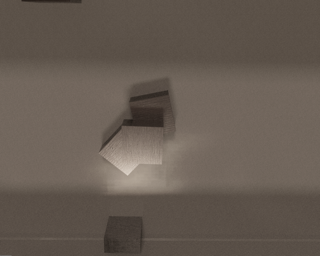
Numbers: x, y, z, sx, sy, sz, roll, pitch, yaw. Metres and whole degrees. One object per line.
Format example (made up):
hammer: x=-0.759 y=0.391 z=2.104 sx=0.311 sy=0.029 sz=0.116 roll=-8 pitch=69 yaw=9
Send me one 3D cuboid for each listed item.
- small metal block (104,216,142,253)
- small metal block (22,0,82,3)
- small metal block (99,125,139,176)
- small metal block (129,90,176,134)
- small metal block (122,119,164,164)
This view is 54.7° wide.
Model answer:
small metal block: x=-0.053 y=0.156 z=0.455 sx=0.050 sy=0.050 sz=0.025 roll=1 pitch=110 yaw=-1
small metal block: x=-0.118 y=-0.152 z=0.340 sx=0.050 sy=0.050 sz=0.025 roll=0 pitch=110 yaw=-1
small metal block: x=-0.046 y=0.028 z=0.421 sx=0.050 sy=0.025 sz=0.050 roll=40 pitch=105 yaw=-14
small metal block: x=-0.009 y=-0.018 z=0.405 sx=0.050 sy=0.025 sz=0.050 roll=-11 pitch=110 yaw=3
small metal block: x=-0.022 y=0.017 z=0.391 sx=0.050 sy=0.025 sz=0.050 roll=2 pitch=110 yaw=-1
